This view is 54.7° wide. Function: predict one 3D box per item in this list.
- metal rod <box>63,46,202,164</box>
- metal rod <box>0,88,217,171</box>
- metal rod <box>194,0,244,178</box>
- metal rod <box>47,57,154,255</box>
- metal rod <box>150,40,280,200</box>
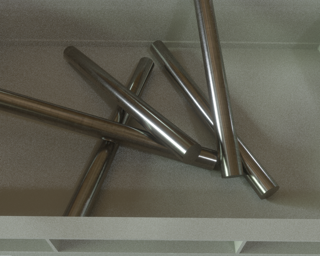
[{"bbox_3d":[-0.056,-0.048,0.412,0.025,0.025,0.300,-30,47,-23],"label":"metal rod"},{"bbox_3d":[-0.080,-0.003,0.366,0.302,0.025,0.025,16,51,-3],"label":"metal rod"},{"bbox_3d":[0.068,-0.087,0.396,0.025,0.025,0.299,-5,73,-4],"label":"metal rod"},{"bbox_3d":[-0.060,0.009,0.396,0.025,0.025,0.300,12,51,9],"label":"metal rod"},{"bbox_3d":[0.059,-0.032,0.432,0.025,0.025,0.300,-20,53,-16],"label":"metal rod"}]
